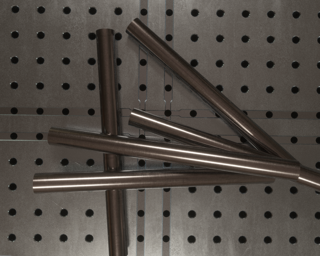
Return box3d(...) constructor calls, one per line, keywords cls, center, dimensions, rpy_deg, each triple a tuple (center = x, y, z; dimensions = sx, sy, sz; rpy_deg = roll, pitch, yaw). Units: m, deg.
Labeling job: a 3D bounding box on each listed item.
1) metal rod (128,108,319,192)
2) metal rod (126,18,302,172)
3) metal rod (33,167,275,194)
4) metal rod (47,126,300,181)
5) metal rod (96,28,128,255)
box3d(cls="metal rod", center=(0.104, 0.034, 0.397), dimensions=(0.301, 0.025, 0.025), rpy_deg=(19, 90, 6))
box3d(cls="metal rod", center=(0.075, -0.037, 0.414), dimensions=(0.300, 0.025, 0.025), rpy_deg=(42, 90, -1))
box3d(cls="metal rod", center=(0.000, 0.064, 0.394), dimensions=(0.302, 0.025, 0.025), rpy_deg=(-1, 90, -8))
box3d(cls="metal rod", center=(0.012, 0.030, 0.379), dimensions=(0.302, 0.025, 0.025), rpy_deg=(8, 90, 5))
box3d(cls="metal rod", center=(-0.064, 0.020, 0.412), dimensions=(0.025, 0.025, 0.298), rpy_deg=(-3, 90, -1))
